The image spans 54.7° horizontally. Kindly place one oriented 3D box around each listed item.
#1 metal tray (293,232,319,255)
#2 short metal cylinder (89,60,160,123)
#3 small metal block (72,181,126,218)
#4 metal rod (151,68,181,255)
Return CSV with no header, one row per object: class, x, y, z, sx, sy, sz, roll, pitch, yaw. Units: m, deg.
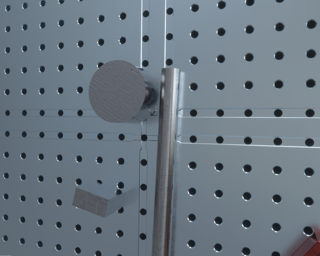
metal tray,0.174,0.196,0.348,0.090,0.030,0.130,40,102,15
short metal cylinder,-0.047,-0.046,0.415,0.080,0.050,0.079,0,90,19
small metal block,-0.083,0.097,0.427,0.050,0.050,0.025,16,95,19
metal rod,0.006,0.072,0.409,0.025,0.025,0.298,3,91,19
